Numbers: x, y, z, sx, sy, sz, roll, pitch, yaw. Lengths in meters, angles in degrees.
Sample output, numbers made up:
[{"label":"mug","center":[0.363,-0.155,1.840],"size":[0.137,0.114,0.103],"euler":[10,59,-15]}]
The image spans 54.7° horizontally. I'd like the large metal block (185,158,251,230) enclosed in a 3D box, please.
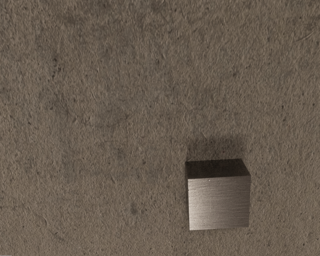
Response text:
[{"label":"large metal block","center":[0.078,0.091,0.431],"size":[0.081,0.050,0.079],"euler":[-3,110,1]}]
